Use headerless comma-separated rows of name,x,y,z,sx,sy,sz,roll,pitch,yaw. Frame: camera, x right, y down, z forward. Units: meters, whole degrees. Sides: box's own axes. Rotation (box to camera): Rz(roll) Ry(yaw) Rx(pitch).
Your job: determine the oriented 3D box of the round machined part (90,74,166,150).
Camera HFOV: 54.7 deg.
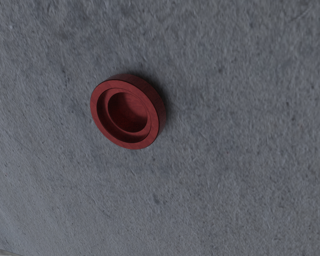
round machined part,-0.037,-0.024,0.399,0.098,0.042,0.097,13,124,20
